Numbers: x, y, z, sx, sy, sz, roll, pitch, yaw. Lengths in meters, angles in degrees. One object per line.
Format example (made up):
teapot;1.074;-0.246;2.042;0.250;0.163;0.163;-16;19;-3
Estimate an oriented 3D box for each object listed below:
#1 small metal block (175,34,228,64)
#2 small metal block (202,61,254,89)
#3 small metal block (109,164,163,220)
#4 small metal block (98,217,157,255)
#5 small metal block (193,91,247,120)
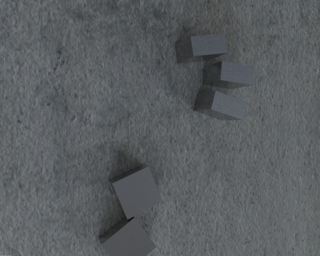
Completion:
small metal block;0.055;-0.106;0.417;0.050;0.050;0.025;-10;94;-20
small metal block;0.094;-0.072;0.432;0.050;0.050;0.025;5;89;-20
small metal block;-0.031;0.081;0.398;0.050;0.025;0.050;-24;98;-19
small metal block;-0.042;0.146;0.395;0.050;0.025;0.050;-37;102;-16
small metal block;0.082;-0.029;0.428;0.050;0.050;0.025;16;85;-20
